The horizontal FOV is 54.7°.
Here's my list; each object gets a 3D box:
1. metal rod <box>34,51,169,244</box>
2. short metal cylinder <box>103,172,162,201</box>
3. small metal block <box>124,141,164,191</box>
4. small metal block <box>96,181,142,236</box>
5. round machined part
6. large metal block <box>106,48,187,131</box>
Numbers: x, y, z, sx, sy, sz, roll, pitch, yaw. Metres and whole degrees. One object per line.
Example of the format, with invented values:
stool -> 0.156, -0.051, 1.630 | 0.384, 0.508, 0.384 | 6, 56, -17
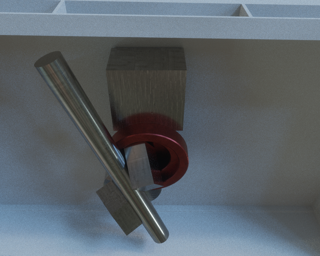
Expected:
metal rod -> -0.047, 0.048, 0.356 | 0.025, 0.025, 0.299 | -15, 129, 12
short metal cylinder -> -0.038, 0.067, 0.448 | 0.081, 0.050, 0.079 | 0, 130, 0
small metal block -> -0.018, 0.046, 0.367 | 0.025, 0.050, 0.050 | -17, 163, 9
small metal block -> -0.055, 0.106, 0.412 | 0.025, 0.050, 0.050 | -35, 129, -15
round machined part -> -0.015, 0.030, 0.383 | 0.099, 0.042, 0.097 | -1, 130, 0
large metal block -> -0.014, -0.043, 0.352 | 0.081, 0.050, 0.079 | 0, 130, -1
